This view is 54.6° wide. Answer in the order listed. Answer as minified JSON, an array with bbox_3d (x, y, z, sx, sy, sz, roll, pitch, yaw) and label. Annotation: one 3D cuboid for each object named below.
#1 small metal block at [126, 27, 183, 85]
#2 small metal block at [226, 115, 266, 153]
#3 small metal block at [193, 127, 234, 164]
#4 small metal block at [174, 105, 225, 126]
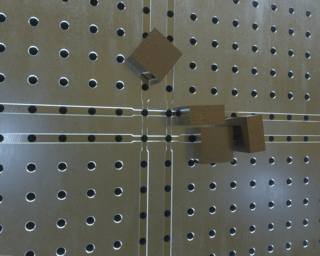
[{"bbox_3d":[-0.007,-0.094,0.410,0.050,0.025,0.050,40,77,-16],"label":"small metal block"},{"bbox_3d":[0.122,0.008,0.444,0.025,0.050,0.050,-8,93,-20],"label":"small metal block"},{"bbox_3d":[0.075,0.024,0.440,0.050,0.025,0.050,-2,91,-20],"label":"small metal block"},{"bbox_3d":[0.052,-0.017,0.418,0.050,0.050,0.025,-3,91,-20],"label":"small metal block"}]
